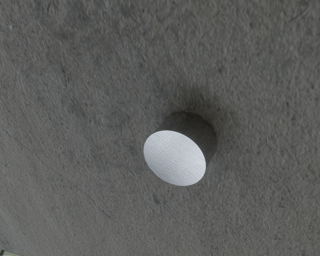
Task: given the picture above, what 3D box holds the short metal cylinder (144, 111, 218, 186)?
[{"bbox_3d":[0.027,0.026,0.391,0.080,0.050,0.079,13,124,20],"label":"short metal cylinder"}]
